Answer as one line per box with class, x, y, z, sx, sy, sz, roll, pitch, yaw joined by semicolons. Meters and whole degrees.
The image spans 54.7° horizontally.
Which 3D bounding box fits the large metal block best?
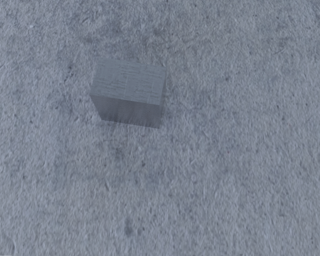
large metal block;-0.036;-0.041;0.394;0.080;0.080;0.050;9;70;3
